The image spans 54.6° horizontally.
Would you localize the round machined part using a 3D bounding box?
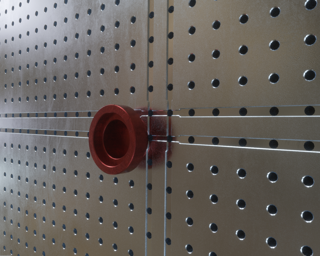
[{"bbox_3d":[-0.055,0.016,0.445,0.098,0.042,0.097,0,90,40],"label":"round machined part"}]
